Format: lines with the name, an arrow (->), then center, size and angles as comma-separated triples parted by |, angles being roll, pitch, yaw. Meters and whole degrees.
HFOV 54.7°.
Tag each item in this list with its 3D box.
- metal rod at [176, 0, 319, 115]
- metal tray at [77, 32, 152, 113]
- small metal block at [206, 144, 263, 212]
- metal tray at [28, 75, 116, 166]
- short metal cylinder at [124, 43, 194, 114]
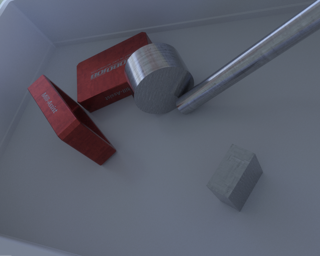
metal rod -> 0.127, -0.092, 0.314 | 0.299, 0.025, 0.025 | -33, 47, 39
metal tray -> -0.069, -0.089, 0.491 | 0.130, 0.030, 0.090 | -22, 54, 14
small metal block -> 0.078, 0.052, 0.317 | 0.025, 0.050, 0.050 | 26, 76, 36
metal tray -> -0.124, -0.012, 0.434 | 0.030, 0.090, 0.130 | -44, 51, -2
short metal cylinder -> -0.002, -0.064, 0.409 | 0.080, 0.080, 0.050 | -30, 52, 9
